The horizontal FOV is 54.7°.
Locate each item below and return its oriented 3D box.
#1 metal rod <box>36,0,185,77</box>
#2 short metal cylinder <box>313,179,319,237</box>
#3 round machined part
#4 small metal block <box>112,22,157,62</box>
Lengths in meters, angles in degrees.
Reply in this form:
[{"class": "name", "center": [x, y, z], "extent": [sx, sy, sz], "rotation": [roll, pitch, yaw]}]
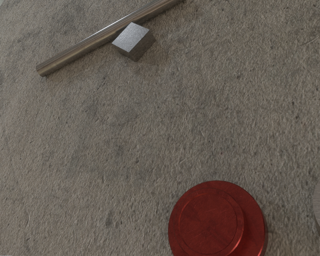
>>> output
[{"class": "metal rod", "center": [-0.094, -0.169, 0.556], "extent": [0.301, 0.025, 0.025], "rotation": [-24, 53, 13]}, {"class": "short metal cylinder", "center": [0.171, 0.072, 0.254], "extent": [0.080, 0.050, 0.080], "rotation": [-13, 56, 21]}, {"class": "round machined part", "center": [0.052, 0.098, 0.305], "extent": [0.098, 0.042, 0.098], "rotation": [-13, 56, 21]}, {"class": "small metal block", "center": [-0.043, -0.143, 0.515], "extent": [0.050, 0.025, 0.050], "rotation": [-49, 52, -7]}]
